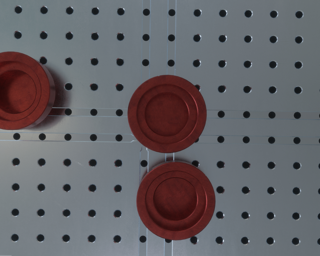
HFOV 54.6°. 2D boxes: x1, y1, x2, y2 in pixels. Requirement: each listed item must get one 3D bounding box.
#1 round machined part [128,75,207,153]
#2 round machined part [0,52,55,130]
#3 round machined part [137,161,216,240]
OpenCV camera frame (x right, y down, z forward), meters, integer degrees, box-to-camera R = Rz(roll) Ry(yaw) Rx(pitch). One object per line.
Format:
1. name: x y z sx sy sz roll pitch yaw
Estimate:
1. round machined part: 0.009 -0.018 0.405 0.099 0.042 0.097 0 90 0
2. round machined part: -0.185 -0.046 0.404 0.099 0.042 0.097 0 90 0
3. round machined part: 0.020 0.091 0.405 0.099 0.042 0.097 0 90 0
